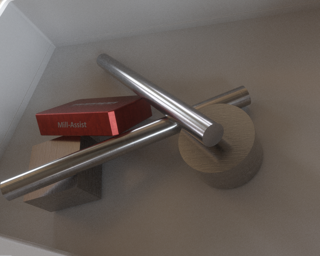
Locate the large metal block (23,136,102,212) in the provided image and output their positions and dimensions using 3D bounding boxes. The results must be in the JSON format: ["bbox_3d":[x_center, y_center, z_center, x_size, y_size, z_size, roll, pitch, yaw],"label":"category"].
[{"bbox_3d":[-0.125,0.058,0.412,0.080,0.050,0.080,-18,55,17],"label":"large metal block"}]

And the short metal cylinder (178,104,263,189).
[{"bbox_3d":[0.067,0.020,0.338,0.080,0.050,0.080,-13,56,20],"label":"short metal cylinder"}]

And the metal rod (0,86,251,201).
[{"bbox_3d":[-0.037,0.016,0.364,0.302,0.025,0.025,-22,53,-3],"label":"metal rod"}]

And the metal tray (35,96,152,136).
[{"bbox_3d":[-0.088,-0.018,0.421,0.130,0.030,0.091,0,18,29],"label":"metal tray"}]

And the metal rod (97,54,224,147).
[{"bbox_3d":[-0.022,-0.054,0.410,0.025,0.025,0.300,-46,39,-4],"label":"metal rod"}]
